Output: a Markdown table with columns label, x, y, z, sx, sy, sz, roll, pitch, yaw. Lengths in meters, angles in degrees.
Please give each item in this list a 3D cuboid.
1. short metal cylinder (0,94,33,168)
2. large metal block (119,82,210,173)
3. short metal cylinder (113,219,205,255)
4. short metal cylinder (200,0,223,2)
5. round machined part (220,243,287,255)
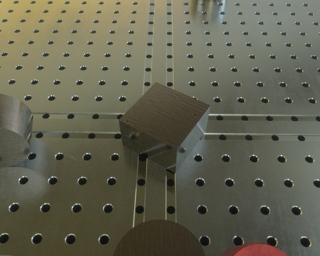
| label | x | y | z | sx | sy | sz | roll | pitch | yaw |
| --- | --- | --- | --- | --- | --- | --- | --- | --- | --- |
| short metal cylinder | -0.195 | 0.005 | 0.366 | 0.081 | 0.080 | 0.050 | -8 | 51 | -7 |
| large metal block | 0.007 | -0.003 | 0.394 | 0.080 | 0.050 | 0.080 | 26 | 55 | 20 |
| short metal cylinder | -0.001 | 0.131 | 0.281 | 0.081 | 0.050 | 0.080 | 0 | 50 | 0 |
| short metal cylinder | 0.108 | -0.309 | 0.652 | 0.081 | 0.050 | 0.080 | 0 | 50 | 0 |
| round machined part | 0.076 | 0.149 | 0.256 | 0.099 | 0.042 | 0.098 | 11 | 61 | -22 |
